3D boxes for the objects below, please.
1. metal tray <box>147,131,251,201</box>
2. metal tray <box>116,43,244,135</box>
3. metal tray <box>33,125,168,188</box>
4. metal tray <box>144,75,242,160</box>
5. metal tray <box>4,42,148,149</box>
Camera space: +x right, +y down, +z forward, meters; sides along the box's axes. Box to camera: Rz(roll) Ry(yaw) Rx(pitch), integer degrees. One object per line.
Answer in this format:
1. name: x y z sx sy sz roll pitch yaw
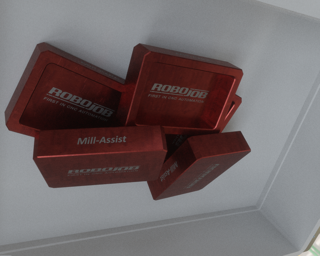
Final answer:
1. metal tray: 0.049 0.054 0.424 0.091 0.030 0.129 -5 150 -33
2. metal tray: 0.024 -0.038 0.355 0.131 0.030 0.089 3 117 -31
3. metal tray: -0.063 0.034 0.347 0.131 0.030 0.090 -3 151 -10
4. metal tray: 0.042 -0.006 0.425 0.091 0.030 0.129 21 107 -37
5. metal tray: -0.086 -0.024 0.341 0.131 0.030 0.090 21 107 -37
